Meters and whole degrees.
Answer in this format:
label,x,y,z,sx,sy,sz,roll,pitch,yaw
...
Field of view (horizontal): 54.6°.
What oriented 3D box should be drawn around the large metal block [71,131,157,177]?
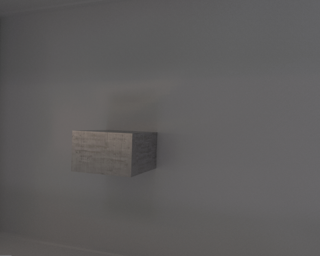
label,x,y,z,sx,sy,sz,roll,pitch,yaw
large metal block,-0.056,0.029,0.402,0.080,0.080,0.050,2,91,20
